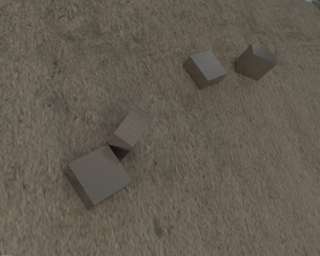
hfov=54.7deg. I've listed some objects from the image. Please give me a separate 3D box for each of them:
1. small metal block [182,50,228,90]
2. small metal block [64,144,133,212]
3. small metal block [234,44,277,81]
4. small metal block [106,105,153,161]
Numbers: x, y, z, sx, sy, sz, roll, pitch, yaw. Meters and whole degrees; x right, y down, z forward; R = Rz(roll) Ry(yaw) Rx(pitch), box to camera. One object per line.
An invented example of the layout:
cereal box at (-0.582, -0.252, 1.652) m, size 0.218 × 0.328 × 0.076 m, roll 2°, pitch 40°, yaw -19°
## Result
small metal block at (0.073, -0.095, 0.503) m, size 0.050 × 0.025 × 0.050 m, roll -24°, pitch 75°, yaw -37°
small metal block at (-0.067, 0.053, 0.336) m, size 0.050 × 0.025 × 0.050 m, roll -28°, pitch 77°, yaw -37°
small metal block at (0.169, -0.116, 0.552) m, size 0.050 × 0.050 × 0.025 m, roll 18°, pitch 55°, yaw -19°
small metal block at (-0.039, 0.008, 0.363) m, size 0.025 × 0.050 × 0.050 m, roll 36°, pitch 51°, yaw -5°
